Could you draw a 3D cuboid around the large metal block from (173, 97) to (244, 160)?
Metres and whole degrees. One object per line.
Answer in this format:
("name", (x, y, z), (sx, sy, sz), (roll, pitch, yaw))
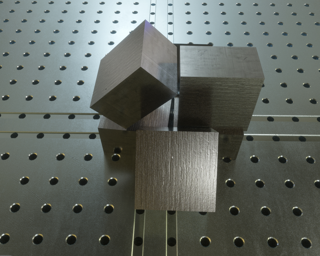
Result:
("large metal block", (0.058, -0.008, 0.398), (0.080, 0.050, 0.080), (2, 50, 2))

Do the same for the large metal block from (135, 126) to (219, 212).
("large metal block", (0.017, 0.041, 0.331), (0.080, 0.050, 0.080), (2, 95, 1))

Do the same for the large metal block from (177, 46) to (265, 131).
("large metal block", (0.061, -0.042, 0.343), (0.080, 0.080, 0.050), (1, 50, 1))

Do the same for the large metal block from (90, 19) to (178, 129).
("large metal block", (-0.027, -0.058, 0.345), (0.080, 0.050, 0.080), (-31, 40, 33))

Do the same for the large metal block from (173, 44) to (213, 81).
("large metal block", (0.027, -0.081, 0.431), (0.080, 0.080, 0.050), (2, 89, 1))

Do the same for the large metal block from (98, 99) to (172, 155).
("large metal block", (-0.027, -0.011, 0.401), (0.080, 0.050, 0.080), (5, 50, 4))
